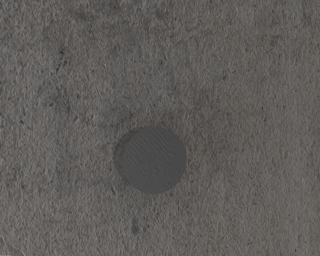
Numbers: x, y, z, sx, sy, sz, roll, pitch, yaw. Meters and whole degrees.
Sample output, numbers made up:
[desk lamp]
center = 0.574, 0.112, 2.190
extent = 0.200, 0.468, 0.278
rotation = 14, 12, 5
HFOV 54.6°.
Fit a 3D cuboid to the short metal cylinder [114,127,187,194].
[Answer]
[short metal cylinder]
center = -0.013, 0.038, 0.391
extent = 0.081, 0.050, 0.080
rotation = 0, 90, -20
